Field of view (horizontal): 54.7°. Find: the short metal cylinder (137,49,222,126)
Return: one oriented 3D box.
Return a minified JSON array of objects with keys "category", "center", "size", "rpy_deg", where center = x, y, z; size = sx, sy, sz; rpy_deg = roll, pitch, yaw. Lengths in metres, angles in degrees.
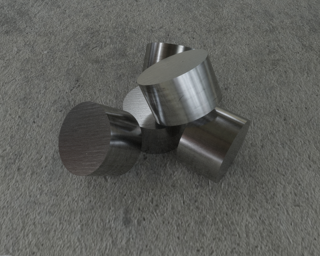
[{"category":"short metal cylinder","center":[0.022,-0.045,0.340],"size":[0.080,0.050,0.080],"rpy_deg":[-20,26,11]}]

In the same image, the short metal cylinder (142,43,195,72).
[{"category":"short metal cylinder","center":[0.017,-0.084,0.431],"size":[0.080,0.080,0.050],"rpy_deg":[11,94,9]}]

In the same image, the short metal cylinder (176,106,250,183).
[{"category":"short metal cylinder","center":[0.062,0.016,0.356],"size":[0.050,0.080,0.080],"rpy_deg":[28,56,21]}]

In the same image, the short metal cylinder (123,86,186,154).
[{"category":"short metal cylinder","center":[-0.005,-0.013,0.399],"size":[0.081,0.050,0.080],"rpy_deg":[0,50,0]}]

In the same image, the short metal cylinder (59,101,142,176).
[{"category":"short metal cylinder","center":[-0.068,0.014,0.349],"size":[0.080,0.050,0.080],"rpy_deg":[-6,78,34]}]
